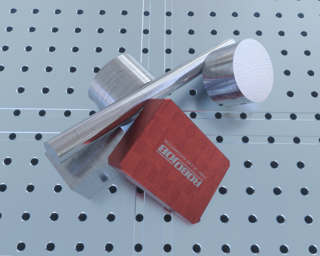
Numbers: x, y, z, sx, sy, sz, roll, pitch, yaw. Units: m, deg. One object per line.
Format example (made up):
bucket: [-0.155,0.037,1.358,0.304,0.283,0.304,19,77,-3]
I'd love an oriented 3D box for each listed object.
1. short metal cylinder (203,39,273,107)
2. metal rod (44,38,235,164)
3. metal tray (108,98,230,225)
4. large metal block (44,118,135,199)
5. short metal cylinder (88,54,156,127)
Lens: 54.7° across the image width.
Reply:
short metal cylinder: [0.102,-0.070,0.404,0.081,0.050,0.080,3,84,-37]
metal rod: [0.001,-0.049,0.373,0.025,0.025,0.302,45,55,14]
metal tray: [0.017,0.039,0.353,0.130,0.030,0.090,44,70,-30]
large metal block: [-0.076,0.034,0.368,0.080,0.080,0.050,-38,75,-13]
short metal cylinder: [-0.044,-0.048,0.399,0.080,0.080,0.050,-42,76,-14]
